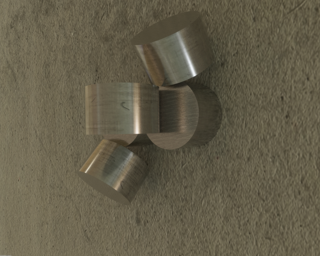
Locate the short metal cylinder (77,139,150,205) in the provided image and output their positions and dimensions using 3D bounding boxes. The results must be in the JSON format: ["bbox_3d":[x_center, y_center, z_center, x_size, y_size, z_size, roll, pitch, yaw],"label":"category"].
[{"bbox_3d":[-0.061,0.059,0.410,0.080,0.080,0.050,10,57,39],"label":"short metal cylinder"}]

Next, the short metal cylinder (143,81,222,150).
[{"bbox_3d":[0.026,-0.016,0.367,0.080,0.050,0.079,0,90,39],"label":"short metal cylinder"}]

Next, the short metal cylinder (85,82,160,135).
[{"bbox_3d":[-0.040,-0.018,0.337,0.080,0.081,0.050,-2,89,39],"label":"short metal cylinder"}]

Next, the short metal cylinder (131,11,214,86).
[{"bbox_3d":[0.015,-0.090,0.348,0.080,0.080,0.050,1,129,39],"label":"short metal cylinder"}]

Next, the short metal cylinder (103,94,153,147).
[{"bbox_3d":[-0.037,-0.015,0.417,0.080,0.050,0.079,0,90,39],"label":"short metal cylinder"}]
